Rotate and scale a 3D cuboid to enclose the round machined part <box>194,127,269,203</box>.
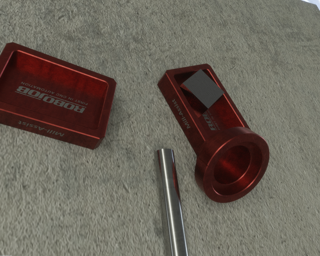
[{"bbox_3d":[0.086,0.042,0.392,0.099,0.097,0.042,1,23,-28],"label":"round machined part"}]

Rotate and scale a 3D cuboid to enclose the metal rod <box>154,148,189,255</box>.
[{"bbox_3d":[0.022,0.162,0.318,0.025,0.025,0.299,7,59,-25],"label":"metal rod"}]

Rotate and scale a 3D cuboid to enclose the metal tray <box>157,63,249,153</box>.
[{"bbox_3d":[0.065,-0.030,0.455,0.091,0.030,0.130,-17,71,-35],"label":"metal tray"}]

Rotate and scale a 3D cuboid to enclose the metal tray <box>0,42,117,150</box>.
[{"bbox_3d":[-0.123,-0.036,0.357,0.131,0.030,0.090,18,54,-18],"label":"metal tray"}]

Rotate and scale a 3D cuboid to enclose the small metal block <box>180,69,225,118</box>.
[{"bbox_3d":[0.058,-0.051,0.452,0.050,0.025,0.050,46,51,3],"label":"small metal block"}]
